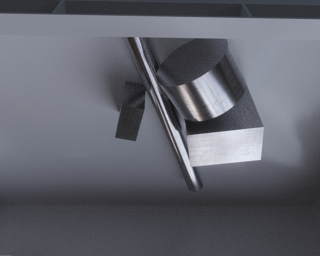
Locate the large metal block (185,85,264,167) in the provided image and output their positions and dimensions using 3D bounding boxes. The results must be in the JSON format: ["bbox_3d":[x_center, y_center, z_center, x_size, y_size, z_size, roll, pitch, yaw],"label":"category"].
[{"bbox_3d":[0.072,-0.004,0.371,0.080,0.080,0.050,-6,130,5],"label":"large metal block"}]

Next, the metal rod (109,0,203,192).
[{"bbox_3d":[0.009,-0.017,0.394,0.025,0.025,0.299,-15,129,11],"label":"metal rod"}]

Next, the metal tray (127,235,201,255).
[{"bbox_3d":[0.008,0.269,0.638,0.131,0.030,0.089,22,127,-18],"label":"metal tray"}]

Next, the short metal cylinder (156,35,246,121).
[{"bbox_3d":[0.044,-0.053,0.328,0.080,0.080,0.050,-24,126,19],"label":"short metal cylinder"}]

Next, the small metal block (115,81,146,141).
[{"bbox_3d":[-0.035,-0.021,0.375,0.025,0.050,0.050,11,129,-9],"label":"small metal block"}]
